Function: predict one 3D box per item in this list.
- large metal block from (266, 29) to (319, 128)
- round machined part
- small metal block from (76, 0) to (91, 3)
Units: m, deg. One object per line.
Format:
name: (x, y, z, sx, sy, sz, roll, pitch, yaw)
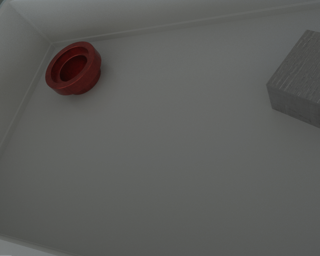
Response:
large metal block: (0.174, -0.049, 0.328, 0.080, 0.050, 0.080, 31, 79, 37)
round machined part: (-0.140, -0.095, 0.525, 0.098, 0.042, 0.098, -13, 56, 20)
small metal block: (-0.175, -0.300, 0.665, 0.050, 0.050, 0.025, 29, 78, 37)
